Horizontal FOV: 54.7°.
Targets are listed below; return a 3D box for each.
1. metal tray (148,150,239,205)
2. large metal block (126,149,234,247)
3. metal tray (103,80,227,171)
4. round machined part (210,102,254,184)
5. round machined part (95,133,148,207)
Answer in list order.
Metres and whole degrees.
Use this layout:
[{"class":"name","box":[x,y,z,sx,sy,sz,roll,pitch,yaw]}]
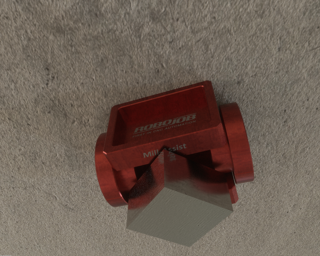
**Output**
[{"class":"metal tray","box":[0.032,0.069,0.423,0.130,0.090,0.030,-13,129,10]},{"class":"large metal block","box":[0.019,0.079,0.339,0.080,0.050,0.080,23,126,-19]},{"class":"metal tray","box":[0.004,-0.005,0.363,0.130,0.090,0.030,-14,129,11]},{"class":"round machined part","box":[0.082,0.020,0.379,0.042,0.098,0.098,-12,129,10]},{"class":"round machined part","box":[-0.045,0.050,0.402,0.042,0.098,0.098,-12,129,10]}]
